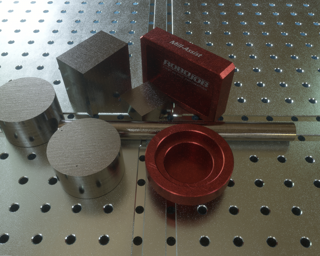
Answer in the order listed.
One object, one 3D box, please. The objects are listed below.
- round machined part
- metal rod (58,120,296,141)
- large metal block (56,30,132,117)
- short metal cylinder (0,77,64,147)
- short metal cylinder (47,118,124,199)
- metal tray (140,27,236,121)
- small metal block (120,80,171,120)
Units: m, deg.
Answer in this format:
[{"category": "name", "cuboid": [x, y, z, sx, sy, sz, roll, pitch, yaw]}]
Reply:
[{"category": "round machined part", "cuboid": [0.033, 0.045, 0.359, 0.099, 0.042, 0.098, 0, 50, 0]}, {"category": "metal rod", "cuboid": [0.022, 0.003, 0.405, 0.302, 0.025, 0.025, 1, 50, 0]}, {"category": "large metal block", "cuboid": [-0.088, -0.076, 0.435, 0.050, 0.080, 0.080, 32, 57, 23]}, {"category": "short metal cylinder", "cuboid": [-0.173, -0.022, 0.408, 0.080, 0.050, 0.080, 0, 50, 0]}, {"category": "short metal cylinder", "cuboid": [-0.084, 0.035, 0.361, 0.080, 0.050, 0.080, 0, 50, 0]}, {"category": "metal tray", "cuboid": [0.033, -0.072, 0.425, 0.130, 0.090, 0.030, 33, 58, 24]}, {"category": "small metal block", "cuboid": [-0.020, -0.034, 0.436, 0.050, 0.025, 0.050, -32, 57, -24]}]
